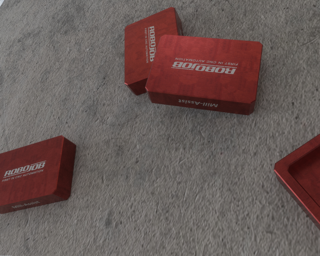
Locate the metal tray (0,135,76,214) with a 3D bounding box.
[{"bbox_3d":[-0.190,0.070,0.458,0.130,0.030,0.090,-15,55,19],"label":"metal tray"}]

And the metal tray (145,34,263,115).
[{"bbox_3d":[0.056,-0.069,0.390,0.131,0.030,0.090,9,66,13],"label":"metal tray"}]

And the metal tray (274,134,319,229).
[{"bbox_3d":[0.185,0.037,0.280,0.130,0.030,0.090,-35,51,5],"label":"metal tray"}]

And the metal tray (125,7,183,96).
[{"bbox_3d":[-0.008,-0.120,0.479,0.090,0.030,0.130,-17,55,18],"label":"metal tray"}]
